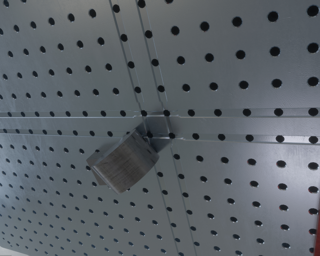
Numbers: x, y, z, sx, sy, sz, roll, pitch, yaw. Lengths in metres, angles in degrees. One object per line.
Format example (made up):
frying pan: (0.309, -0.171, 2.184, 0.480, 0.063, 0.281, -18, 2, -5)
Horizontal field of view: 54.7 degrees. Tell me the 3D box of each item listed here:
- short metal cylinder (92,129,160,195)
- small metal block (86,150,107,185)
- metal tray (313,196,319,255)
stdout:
short metal cylinder: (-0.047, 0.046, 0.429, 0.050, 0.080, 0.080, 50, 129, -7)
small metal block: (-0.081, 0.063, 0.493, 0.050, 0.025, 0.050, -9, 114, 32)
metal tray: (0.234, 0.125, 0.362, 0.090, 0.030, 0.129, 5, 121, 25)
